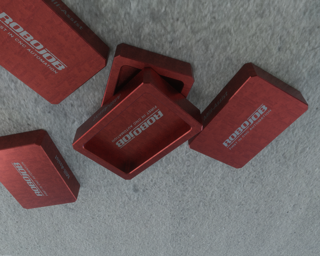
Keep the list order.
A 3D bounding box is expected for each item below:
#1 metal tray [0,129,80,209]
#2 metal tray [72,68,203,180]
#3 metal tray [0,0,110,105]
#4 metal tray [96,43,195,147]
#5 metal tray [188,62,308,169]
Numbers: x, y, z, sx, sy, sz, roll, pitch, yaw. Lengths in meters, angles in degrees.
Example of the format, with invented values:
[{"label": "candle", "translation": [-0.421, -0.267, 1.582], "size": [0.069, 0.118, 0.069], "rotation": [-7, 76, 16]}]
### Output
[{"label": "metal tray", "translation": [-0.186, 0.065, 0.457], "size": [0.090, 0.030, 0.129], "rotation": [-10, 130, 8]}, {"label": "metal tray", "translation": [-0.027, 0.002, 0.364], "size": [0.130, 0.030, 0.090], "rotation": [-37, 122, 27]}, {"label": "metal tray", "translation": [-0.130, -0.093, 0.322], "size": [0.090, 0.030, 0.130], "rotation": [-32, 124, 24]}, {"label": "metal tray", "translation": [-0.024, -0.029, 0.379], "size": [0.091, 0.030, 0.129], "rotation": [14, 129, -12]}, {"label": "metal tray", "translation": [0.107, -0.009, 0.398], "size": [0.090, 0.030, 0.129], "rotation": [24, 126, -20]}]
